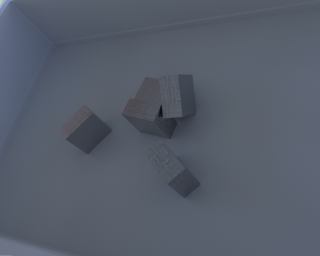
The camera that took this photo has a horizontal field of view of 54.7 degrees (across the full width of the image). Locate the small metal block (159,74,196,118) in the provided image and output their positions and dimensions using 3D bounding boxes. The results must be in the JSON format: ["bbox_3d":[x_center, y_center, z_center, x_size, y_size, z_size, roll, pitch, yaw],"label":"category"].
[{"bbox_3d":[0.023,-0.041,0.389,0.025,0.050,0.050,-3,97,26],"label":"small metal block"}]

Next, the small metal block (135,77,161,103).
[{"bbox_3d":[-0.005,-0.041,0.432,0.050,0.025,0.050,13,68,33],"label":"small metal block"}]

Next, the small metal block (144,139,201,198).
[{"bbox_3d":[0.014,0.047,0.353,0.025,0.050,0.050,-42,51,0],"label":"small metal block"}]

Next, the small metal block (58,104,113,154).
[{"bbox_3d":[-0.105,0.003,0.441,0.050,0.050,0.025,-45,51,-3],"label":"small metal block"}]

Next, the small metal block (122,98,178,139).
[{"bbox_3d":[-0.013,-0.012,0.402,0.050,0.050,0.025,12,69,33],"label":"small metal block"}]
